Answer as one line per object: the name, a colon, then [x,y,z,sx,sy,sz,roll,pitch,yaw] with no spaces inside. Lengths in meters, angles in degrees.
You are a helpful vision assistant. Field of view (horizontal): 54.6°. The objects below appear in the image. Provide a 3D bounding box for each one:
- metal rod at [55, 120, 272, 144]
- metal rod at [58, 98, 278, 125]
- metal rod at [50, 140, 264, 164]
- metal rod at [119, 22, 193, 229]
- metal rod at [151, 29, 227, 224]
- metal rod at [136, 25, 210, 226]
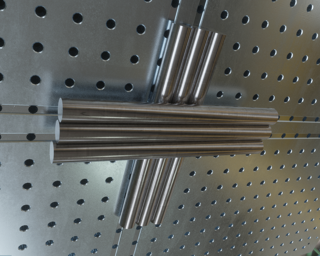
metal rod: [0.026,0.004,0.395,0.302,0.025,0.025,0,118,-29]
metal rod: [0.032,-0.017,0.385,0.302,0.025,0.025,0,118,-29]
metal rod: [0.017,0.026,0.404,0.302,0.025,0.025,0,118,-29]
metal rod: [-0.013,0.014,0.412,0.025,0.025,0.298,2,118,-29]
metal rod: [0.031,0.015,0.437,0.025,0.025,0.298,2,118,-29]
metal rod: [0.009,0.014,0.424,0.025,0.025,0.298,2,118,-29]
